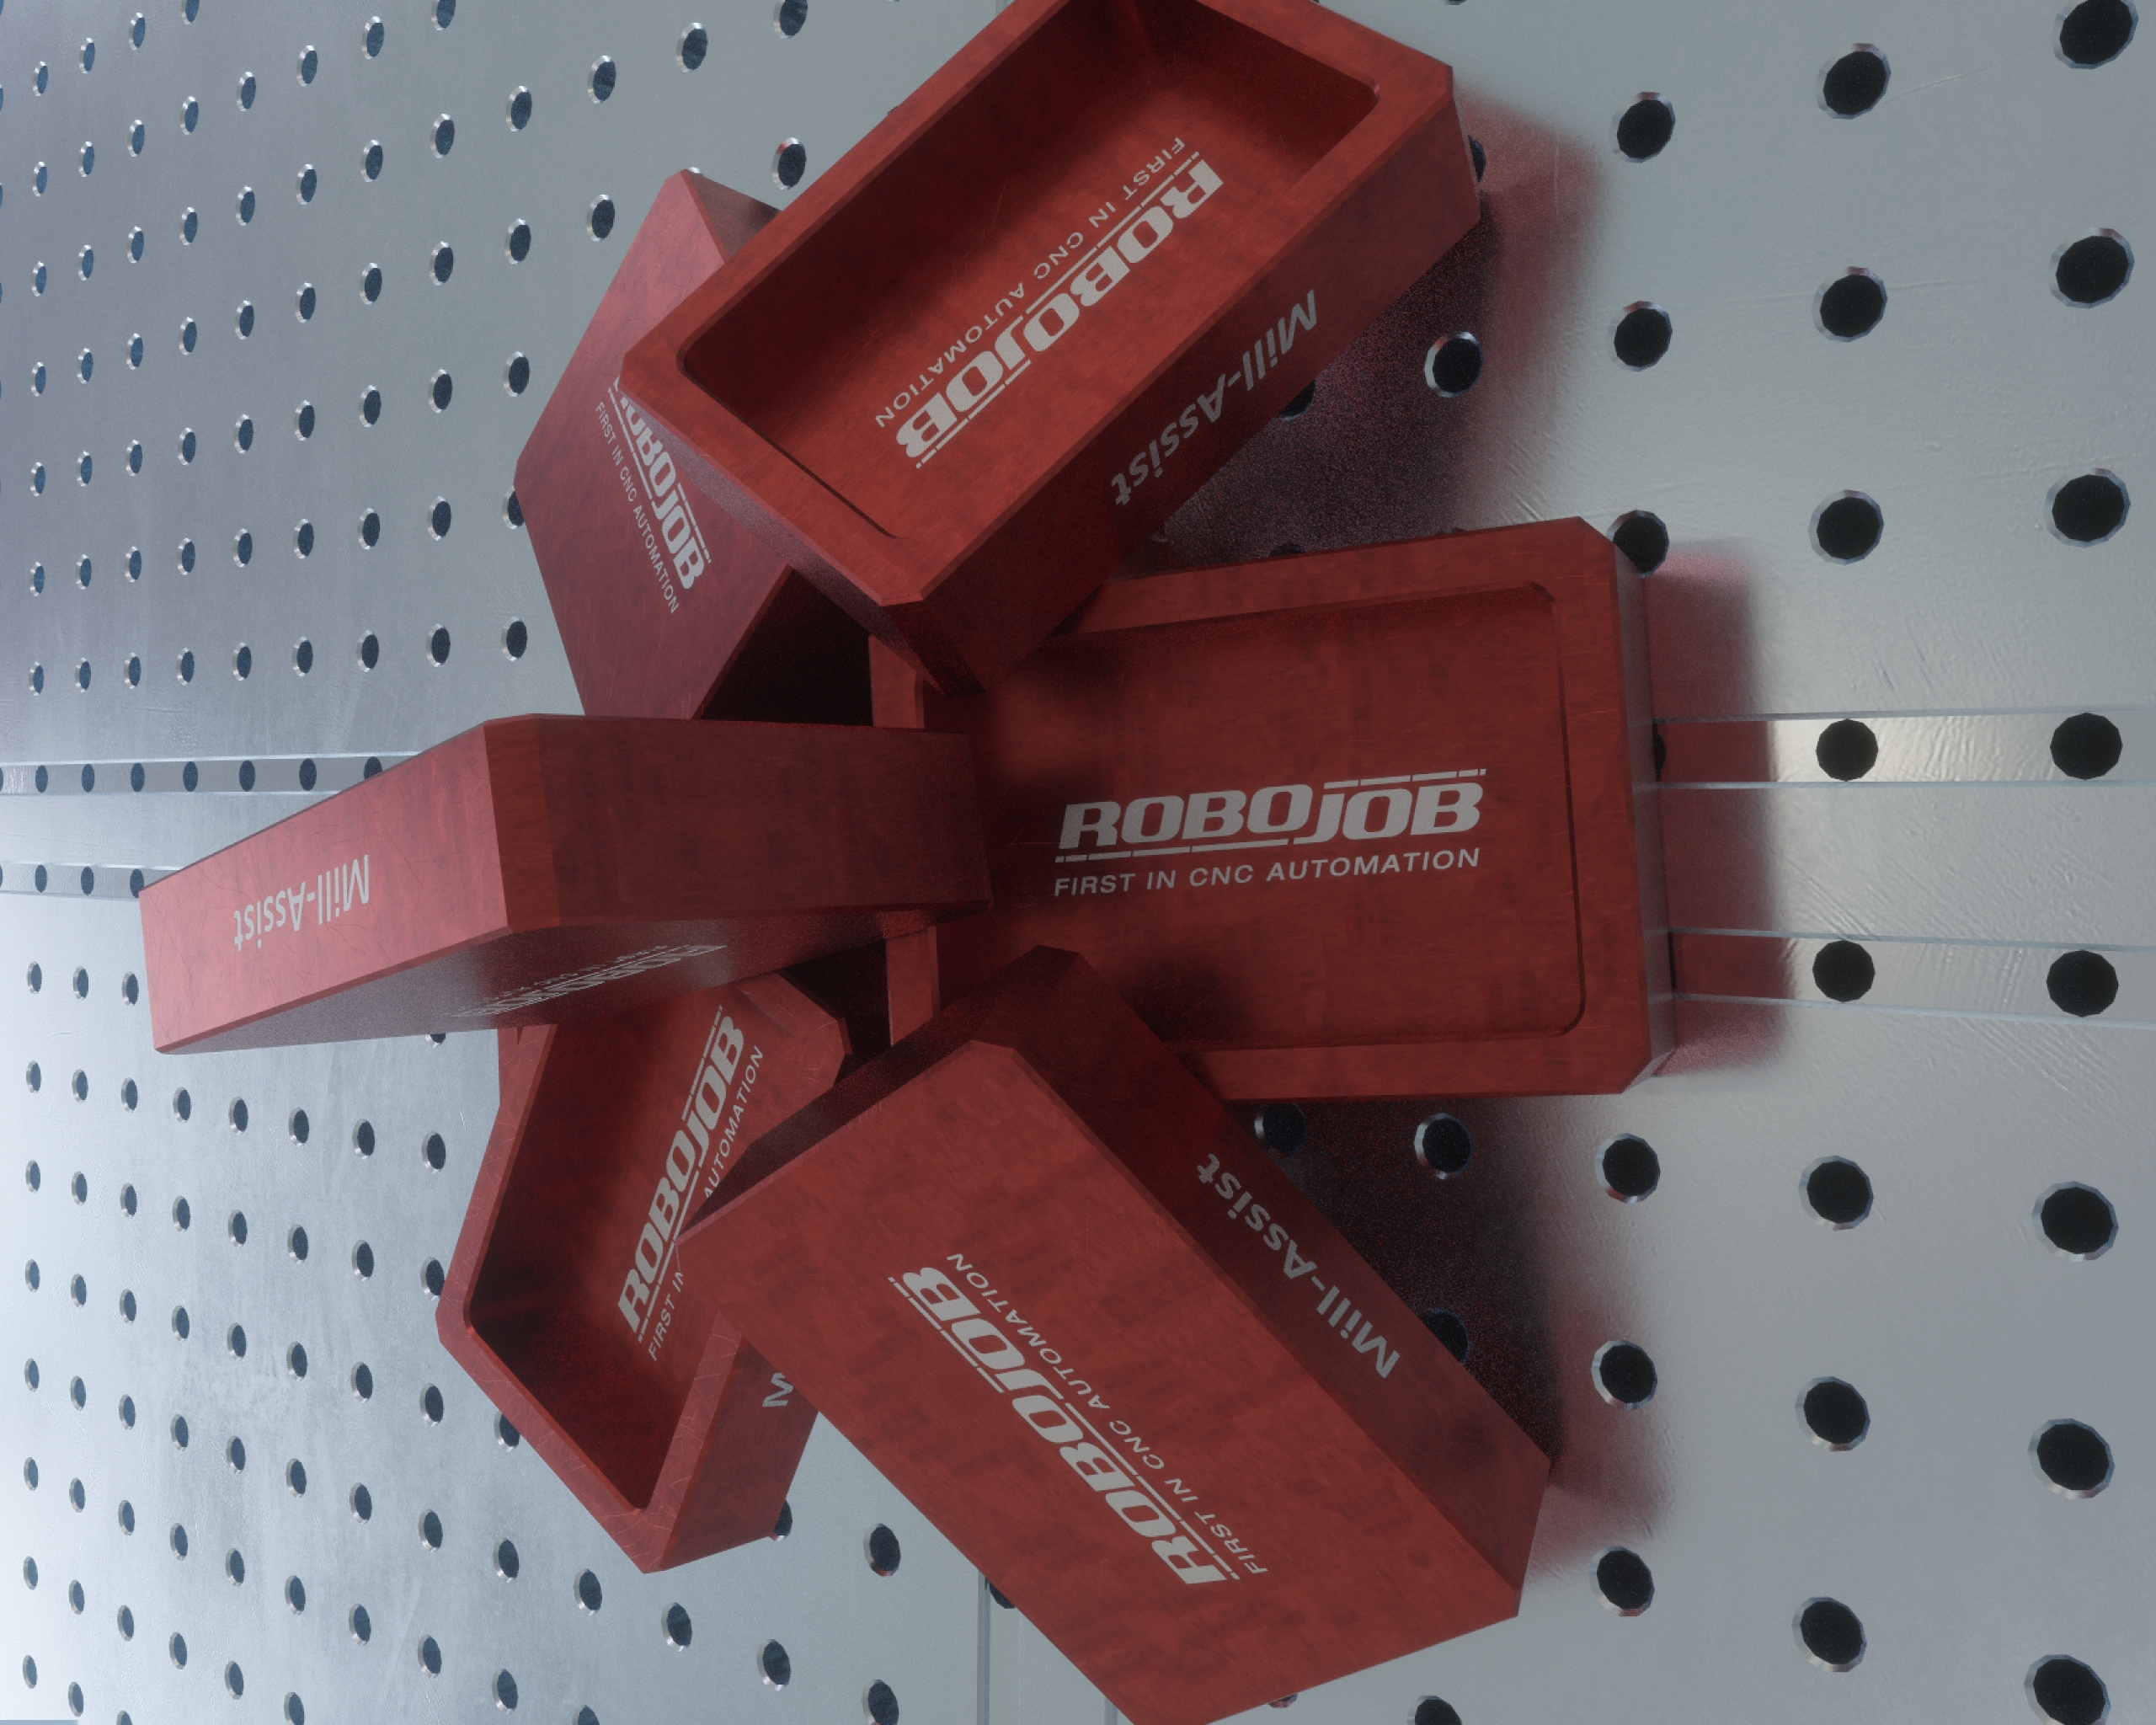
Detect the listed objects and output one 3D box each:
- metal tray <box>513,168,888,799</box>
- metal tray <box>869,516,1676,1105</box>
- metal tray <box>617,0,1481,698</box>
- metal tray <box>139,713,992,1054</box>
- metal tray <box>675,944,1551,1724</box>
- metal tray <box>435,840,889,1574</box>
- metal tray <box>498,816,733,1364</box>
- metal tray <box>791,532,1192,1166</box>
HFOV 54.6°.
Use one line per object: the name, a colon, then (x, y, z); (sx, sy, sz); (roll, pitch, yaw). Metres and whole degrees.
metal tray: (-0.079, -0.078, 0.451); (0.090, 0.030, 0.130); (-53, 44, 27)
metal tray: (0.031, -0.005, 0.358); (0.130, 0.030, 0.090); (-4, 87, 22)
metal tray: (-0.006, -0.101, 0.368); (0.130, 0.030, 0.090); (-45, 57, -7)
metal tray: (-0.090, 0.006, 0.358); (0.130, 0.091, 0.030); (-16, 80, 43)
metal tray: (0.005, 0.086, 0.359); (0.090, 0.030, 0.130); (-36, 101, 35)
metal tray: (-0.084, 0.068, 0.437); (0.090, 0.030, 0.129); (33, 111, 35)
metal tray: (-0.096, 0.052, 0.487); (0.090, 0.030, 0.129); (-5, 86, 39)
metal tray: (-0.023, 0.000, 0.426); (0.090, 0.030, 0.129); (-6, 84, 38)
